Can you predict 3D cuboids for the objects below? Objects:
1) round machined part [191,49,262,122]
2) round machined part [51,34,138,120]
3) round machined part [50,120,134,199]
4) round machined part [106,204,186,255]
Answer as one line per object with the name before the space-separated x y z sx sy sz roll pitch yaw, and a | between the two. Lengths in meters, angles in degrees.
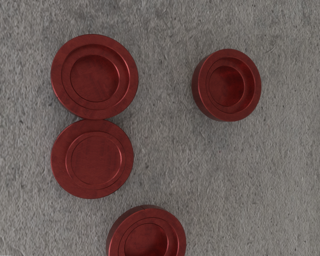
round machined part | 0.088 -0.057 0.432 0.099 0.042 0.097 0 90 -20
round machined part | -0.079 -0.058 0.370 0.099 0.042 0.097 0 89 -20
round machined part | -0.079 0.037 0.371 0.099 0.042 0.097 0 90 -20
round machined part | -0.020 0.146 0.393 0.099 0.042 0.097 0 90 -20
